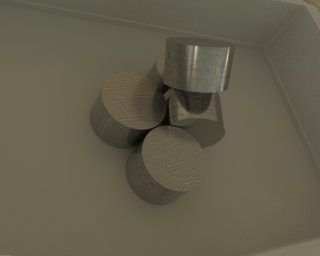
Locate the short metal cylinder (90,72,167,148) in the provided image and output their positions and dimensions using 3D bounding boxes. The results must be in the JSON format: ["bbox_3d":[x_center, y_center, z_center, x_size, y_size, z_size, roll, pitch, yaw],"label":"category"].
[{"bbox_3d":[-0.039,-0.022,0.380,0.081,0.050,0.080,14,56,-21],"label":"short metal cylinder"}]

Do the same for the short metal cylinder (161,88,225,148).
[{"bbox_3d":[0.040,-0.012,0.400,0.081,0.080,0.050,13,57,-22],"label":"short metal cylinder"}]

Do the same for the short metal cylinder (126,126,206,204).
[{"bbox_3d":[0.007,0.044,0.365,0.081,0.050,0.080,14,56,-21],"label":"short metal cylinder"}]

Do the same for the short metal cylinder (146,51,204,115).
[{"bbox_3d":[0.022,-0.064,0.440,0.081,0.050,0.080,14,56,-21],"label":"short metal cylinder"}]

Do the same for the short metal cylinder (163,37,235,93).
[{"bbox_3d":[0.045,-0.078,0.371,0.081,0.050,0.080,4,23,-1],"label":"short metal cylinder"}]
